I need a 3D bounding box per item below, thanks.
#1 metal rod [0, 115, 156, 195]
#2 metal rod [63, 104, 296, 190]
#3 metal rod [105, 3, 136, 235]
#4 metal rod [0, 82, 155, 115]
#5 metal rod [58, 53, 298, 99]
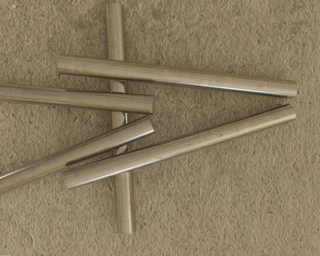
[{"bbox_3d":[-0.149,0.050,0.395,0.301,0.025,0.025,-22,90,5],"label":"metal rod"},{"bbox_3d":[0.030,0.022,0.396,0.302,0.025,0.025,-16,90,-7],"label":"metal rod"},{"bbox_3d":[-0.052,-0.012,0.410,0.025,0.025,0.298,-3,90,-1],"label":"metal rod"},{"bbox_3d":[-0.157,-0.042,0.395,0.302,0.025,0.025,5,90,5],"label":"metal rod"},{"bbox_3d":[0.028,-0.065,0.395,0.302,0.025,0.025,5,90,-7],"label":"metal rod"}]
